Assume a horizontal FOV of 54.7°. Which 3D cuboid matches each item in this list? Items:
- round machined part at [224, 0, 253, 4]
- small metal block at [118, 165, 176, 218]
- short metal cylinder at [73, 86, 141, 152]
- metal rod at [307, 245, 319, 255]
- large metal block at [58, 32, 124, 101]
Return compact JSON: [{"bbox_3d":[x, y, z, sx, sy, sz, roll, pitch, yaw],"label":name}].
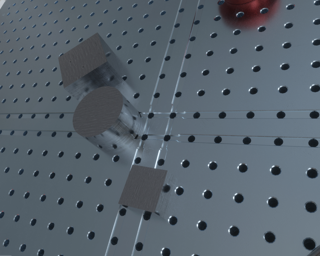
[{"bbox_3d":[0.126,-0.229,0.472,0.098,0.042,0.098,-13,56,21],"label":"round machined part"},{"bbox_3d":[-0.015,0.075,0.370,0.050,0.025,0.050,5,64,30],"label":"small metal block"},{"bbox_3d":[-0.075,-0.012,0.439,0.080,0.050,0.080,-13,57,21],"label":"short metal cylinder"},{"bbox_3d":[0.171,0.089,0.263,0.300,0.025,0.025,-40,51,0],"label":"metal rod"},{"bbox_3d":[-0.115,-0.098,0.513,0.080,0.050,0.080,-30,52,9],"label":"large metal block"}]
